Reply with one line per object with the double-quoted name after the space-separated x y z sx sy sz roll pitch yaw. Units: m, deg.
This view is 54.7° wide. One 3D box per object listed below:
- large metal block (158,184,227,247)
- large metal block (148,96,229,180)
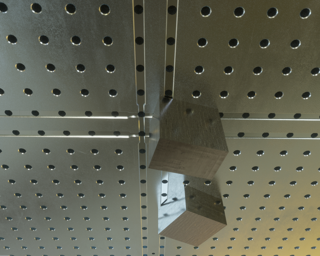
0.052 0.150 0.524 0.080 0.050 0.080 25 126 -21 "large metal block"
0.031 0.011 0.386 0.081 0.080 0.050 12 129 -11 "large metal block"
